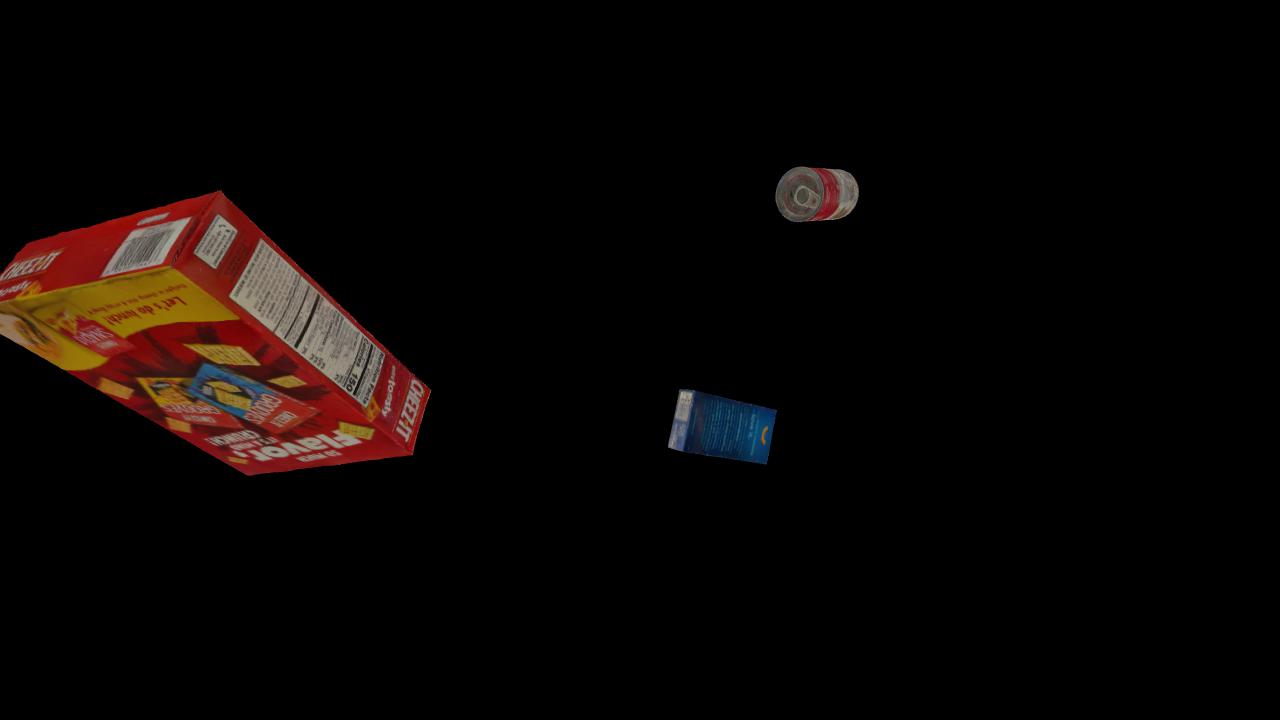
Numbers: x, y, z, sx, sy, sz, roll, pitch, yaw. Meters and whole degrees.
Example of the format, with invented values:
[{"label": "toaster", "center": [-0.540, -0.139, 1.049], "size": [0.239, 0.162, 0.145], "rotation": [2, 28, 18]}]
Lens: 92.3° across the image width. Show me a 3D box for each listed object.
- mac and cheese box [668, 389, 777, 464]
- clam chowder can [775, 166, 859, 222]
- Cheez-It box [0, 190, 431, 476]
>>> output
[{"label": "mac and cheese box", "center": [0.132, 0.106, 0.955], "size": [0.184, 0.093, 0.041], "rotation": [15, -7, -36]}, {"label": "clam chowder can", "center": [0.232, -0.215, 0.801], "size": [0.068, 0.068, 0.102], "rotation": [0, 11, 45]}, {"label": "Cheez-It box", "center": [-0.283, 0.000, 0.436], "size": [0.166, 0.071, 0.223], "rotation": [-8, -38, 16]}]
